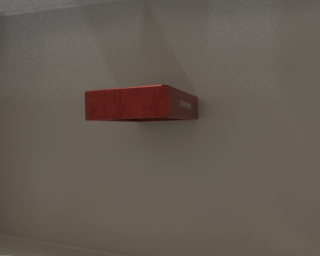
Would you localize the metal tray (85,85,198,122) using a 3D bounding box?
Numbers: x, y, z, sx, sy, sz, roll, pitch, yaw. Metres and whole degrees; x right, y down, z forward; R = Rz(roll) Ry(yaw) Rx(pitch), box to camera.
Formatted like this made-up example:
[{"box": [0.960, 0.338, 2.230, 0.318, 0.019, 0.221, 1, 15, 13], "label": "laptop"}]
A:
[{"box": [-0.014, -0.024, 0.359, 0.090, 0.130, 0.030, -2, 90, 20], "label": "metal tray"}]
